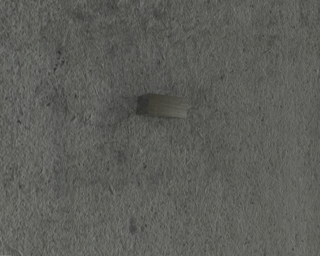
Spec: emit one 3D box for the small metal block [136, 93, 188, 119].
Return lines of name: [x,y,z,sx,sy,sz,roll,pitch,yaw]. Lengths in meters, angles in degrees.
small metal block: [0.001,-0.027,0.398,0.050,0.050,0.025,6,88,-20]
